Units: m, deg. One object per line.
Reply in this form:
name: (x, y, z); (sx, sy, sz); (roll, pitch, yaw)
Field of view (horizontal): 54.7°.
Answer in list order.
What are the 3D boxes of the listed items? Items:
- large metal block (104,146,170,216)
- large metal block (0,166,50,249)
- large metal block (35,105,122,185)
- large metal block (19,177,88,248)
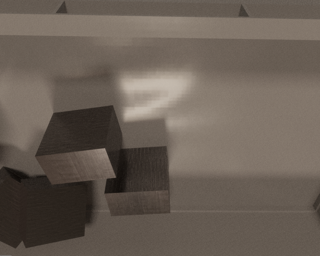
large metal block: (-0.028, 0.073, 0.435); (0.080, 0.080, 0.050); (-4, 130, 2)
large metal block: (-0.225, 0.117, 0.462); (0.080, 0.050, 0.080); (-53, 123, -14)
large metal block: (-0.096, 0.020, 0.388); (0.080, 0.080, 0.050); (-7, 130, 5)
large metal block: (-0.155, 0.116, 0.448); (0.081, 0.050, 0.079); (0, 100, -34)
